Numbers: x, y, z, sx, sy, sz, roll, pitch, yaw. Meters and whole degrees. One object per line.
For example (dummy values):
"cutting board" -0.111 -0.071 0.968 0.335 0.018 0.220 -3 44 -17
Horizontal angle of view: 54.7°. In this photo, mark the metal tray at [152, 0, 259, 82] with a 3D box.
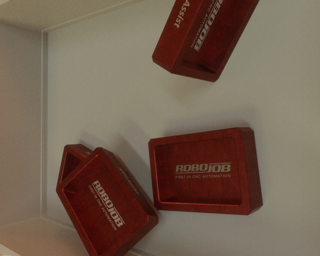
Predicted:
"metal tray" 0.054 -0.116 0.319 0.030 0.091 0.129 39 114 33

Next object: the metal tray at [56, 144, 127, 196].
"metal tray" -0.113 0.089 0.496 0.130 0.030 0.089 24 105 37

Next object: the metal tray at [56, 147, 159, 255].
"metal tray" -0.073 0.100 0.409 0.090 0.030 0.130 -44 58 4

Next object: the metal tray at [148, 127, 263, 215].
"metal tray" 0.047 0.051 0.364 0.130 0.030 0.089 -9 84 39
